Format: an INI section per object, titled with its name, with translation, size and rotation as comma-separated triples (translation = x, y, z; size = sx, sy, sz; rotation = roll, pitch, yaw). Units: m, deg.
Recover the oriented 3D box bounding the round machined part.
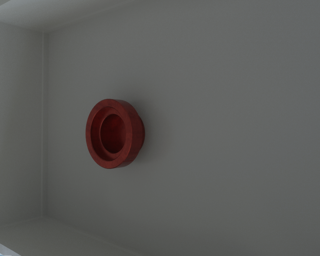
[round machined part]
translation = -0.060, 0.008, 0.447
size = 0.098, 0.042, 0.097
rotation = 0, 90, 40
